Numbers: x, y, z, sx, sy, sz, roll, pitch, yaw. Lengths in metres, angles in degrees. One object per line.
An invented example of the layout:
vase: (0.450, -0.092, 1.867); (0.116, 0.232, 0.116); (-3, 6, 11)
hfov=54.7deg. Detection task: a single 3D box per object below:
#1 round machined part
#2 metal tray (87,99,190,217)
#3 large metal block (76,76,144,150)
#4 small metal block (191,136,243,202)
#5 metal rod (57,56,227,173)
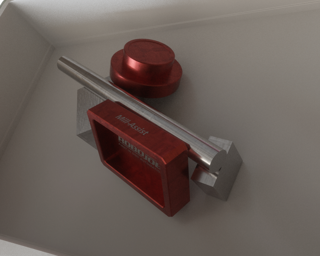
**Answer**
round machined part: (-0.017, -0.087, 0.420); (0.099, 0.042, 0.098); (8, 42, -7)
metal tray: (-0.026, 0.031, 0.351); (0.030, 0.089, 0.130); (-34, 46, -30)
large metal block: (-0.068, -0.025, 0.437); (0.080, 0.050, 0.080); (-20, 54, 16)
small metal block: (0.062, 0.044, 0.328); (0.025, 0.050, 0.050); (15, 70, 34)
metal rod: (-0.045, -0.033, 0.381); (0.300, 0.025, 0.025); (33, 80, 38)
